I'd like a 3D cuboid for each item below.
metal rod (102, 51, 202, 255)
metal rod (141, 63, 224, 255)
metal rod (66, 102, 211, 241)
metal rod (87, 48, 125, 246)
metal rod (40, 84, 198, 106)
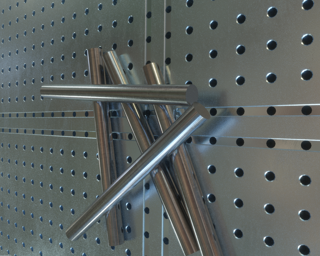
[{"bbox_3d":[-0.018,0.021,0.421,0.025,0.025,0.299,-37,68,33],"label":"metal rod"},{"bbox_3d":[0.031,0.056,0.382,0.025,0.025,0.299,-28,72,36],"label":"metal rod"},{"bbox_3d":[-0.045,0.073,0.411,0.299,0.025,0.025,-45,63,30],"label":"metal rod"},{"bbox_3d":[-0.084,0.025,0.475,0.025,0.025,0.298,-12,82,39],"label":"metal rod"},{"bbox_3d":[-0.080,-0.050,0.440,0.300,0.025,0.025,7,94,39],"label":"metal rod"}]
